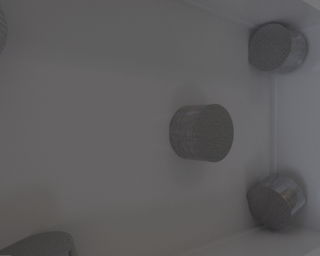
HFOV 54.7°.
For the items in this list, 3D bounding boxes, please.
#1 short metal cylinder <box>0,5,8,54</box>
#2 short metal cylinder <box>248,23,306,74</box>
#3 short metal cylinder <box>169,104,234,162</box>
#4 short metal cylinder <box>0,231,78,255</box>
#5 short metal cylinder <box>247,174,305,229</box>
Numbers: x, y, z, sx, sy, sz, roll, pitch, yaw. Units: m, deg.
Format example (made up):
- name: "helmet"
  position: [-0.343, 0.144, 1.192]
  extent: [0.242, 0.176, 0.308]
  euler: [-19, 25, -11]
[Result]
- name: "short metal cylinder"
  position: [-0.172, -0.079, 0.246]
  extent: [0.081, 0.050, 0.080]
  euler: [0, 90, -40]
- name: "short metal cylinder"
  position: [0.203, -0.136, 0.541]
  extent: [0.050, 0.080, 0.080]
  euler: [0, 90, -40]
- name: "short metal cylinder"
  position: [0.060, 0.007, 0.440]
  extent: [0.081, 0.050, 0.080]
  euler: [0, 90, -40]
- name: "short metal cylinder"
  position: [-0.112, 0.137, 0.278]
  extent: [0.081, 0.080, 0.050]
  euler: [-21, 104, -38]
- name: "short metal cylinder"
  position: [0.202, 0.127, 0.540]
  extent: [0.050, 0.080, 0.080]
  euler: [-24, 106, -37]
